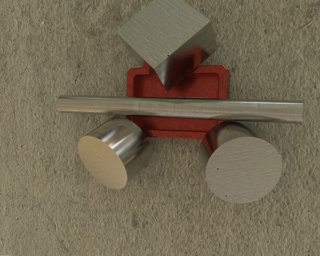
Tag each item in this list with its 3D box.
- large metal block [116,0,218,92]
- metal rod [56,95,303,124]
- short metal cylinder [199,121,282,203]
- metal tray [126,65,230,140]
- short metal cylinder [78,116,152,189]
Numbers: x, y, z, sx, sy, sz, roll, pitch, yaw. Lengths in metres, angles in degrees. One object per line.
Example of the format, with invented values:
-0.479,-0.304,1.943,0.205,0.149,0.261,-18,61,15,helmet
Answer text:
0.009,-0.105,0.371,0.080,0.050,0.080,-41,60,-2,large metal block
0.008,-0.025,0.376,0.301,0.025,0.025,3,91,19,metal rod
0.088,0.037,0.348,0.081,0.050,0.079,0,111,-1,short metal cylinder
0.022,-0.032,0.400,0.130,0.030,0.089,2,91,19,metal tray
-0.058,0.031,0.398,0.080,0.050,0.079,22,132,26,short metal cylinder
